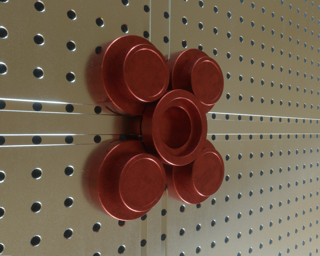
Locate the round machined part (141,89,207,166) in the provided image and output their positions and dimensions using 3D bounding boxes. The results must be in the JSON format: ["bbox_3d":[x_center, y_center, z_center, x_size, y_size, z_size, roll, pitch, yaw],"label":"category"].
[{"bbox_3d":[0.015,-0.001,0.410,0.099,0.042,0.097,0,90,-40],"label":"round machined part"}]

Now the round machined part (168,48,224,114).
[{"bbox_3d":[0.054,-0.065,0.445,0.099,0.042,0.097,0,90,-40],"label":"round machined part"}]

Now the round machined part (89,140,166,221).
[{"bbox_3d":[-0.031,0.063,0.374,0.099,0.042,0.097,0,90,-40],"label":"round machined part"}]

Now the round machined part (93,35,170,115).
[{"bbox_3d":[-0.027,-0.064,0.376,0.099,0.042,0.097,0,90,-40],"label":"round machined part"}]

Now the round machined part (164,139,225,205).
[{"bbox_3d":[0.055,0.061,0.446,0.099,0.042,0.097,0,90,-40],"label":"round machined part"}]
